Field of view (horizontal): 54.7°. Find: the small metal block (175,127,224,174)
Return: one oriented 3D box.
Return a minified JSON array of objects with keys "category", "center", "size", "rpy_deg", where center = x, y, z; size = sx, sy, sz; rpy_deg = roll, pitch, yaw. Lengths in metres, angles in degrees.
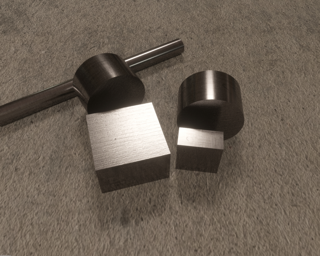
[{"category":"small metal block","center":[0.046,0.027,0.365],"size":[0.050,0.050,0.025],"rpy_deg":[6,50,4]}]

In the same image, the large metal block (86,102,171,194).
[{"category":"large metal block","center":[-0.038,0.022,0.368],"size":[0.081,0.050,0.080],"rpy_deg":[-12,51,-10]}]

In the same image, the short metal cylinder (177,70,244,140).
[{"category":"short metal cylinder","center":[0.062,-0.025,0.390],"size":[0.080,0.080,0.050],"rpy_deg":[3,50,2]}]

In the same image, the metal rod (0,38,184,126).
[{"category":"metal rod","center":[-0.093,-0.076,0.465],"size":[0.302,0.025,0.025],"rpy_deg":[-26,55,-21]}]

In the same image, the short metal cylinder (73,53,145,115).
[{"category":"short metal cylinder","center":[-0.067,-0.051,0.410],"size":[0.081,0.080,0.050],"rpy_deg":[-24,54,-19]}]
